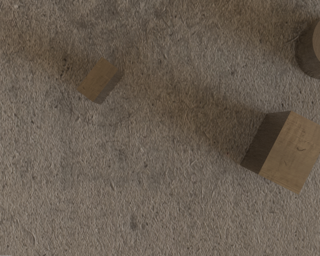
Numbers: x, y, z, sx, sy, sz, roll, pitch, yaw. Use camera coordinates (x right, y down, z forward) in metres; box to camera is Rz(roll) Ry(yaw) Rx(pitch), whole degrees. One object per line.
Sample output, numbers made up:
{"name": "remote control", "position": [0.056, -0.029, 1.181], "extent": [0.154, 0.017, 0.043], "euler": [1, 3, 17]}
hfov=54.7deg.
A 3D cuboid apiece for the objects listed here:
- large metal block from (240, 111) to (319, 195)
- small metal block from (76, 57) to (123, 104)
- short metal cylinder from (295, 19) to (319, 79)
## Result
{"name": "large metal block", "position": [0.150, 0.027, 0.384], "extent": [0.050, 0.080, 0.080], "euler": [27, 90, 0]}
{"name": "small metal block", "position": [-0.075, -0.059, 0.397], "extent": [0.025, 0.050, 0.050], "euler": [38, 90, 0]}
{"name": "short metal cylinder", "position": [0.225, -0.105, 0.399], "extent": [0.081, 0.050, 0.079], "euler": [0, 90, 0]}
